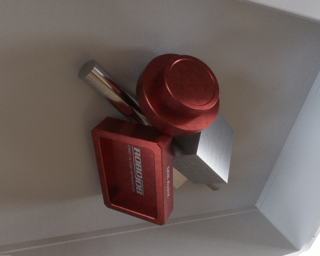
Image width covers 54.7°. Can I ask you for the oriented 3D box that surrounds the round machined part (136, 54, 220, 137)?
[{"bbox_3d":[0.027,-0.042,0.347,0.099,0.098,0.042,-2,160,-28],"label":"round machined part"}]

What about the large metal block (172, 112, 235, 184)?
[{"bbox_3d":[0.054,0.020,0.409,0.080,0.050,0.080,43,51,-39],"label":"large metal block"}]

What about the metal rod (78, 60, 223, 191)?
[{"bbox_3d":[0.008,0.016,0.422,0.025,0.025,0.300,-45,130,3],"label":"metal rod"}]

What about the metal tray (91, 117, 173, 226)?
[{"bbox_3d":[-0.031,0.056,0.385,0.030,0.090,0.129,-51,146,-50],"label":"metal tray"}]

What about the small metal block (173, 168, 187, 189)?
[{"bbox_3d":[0.008,0.050,0.427,0.025,0.050,0.050,-44,130,2],"label":"small metal block"}]
